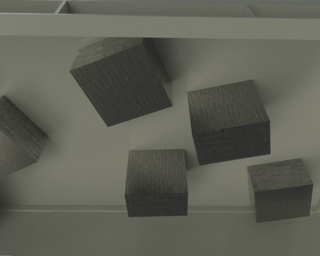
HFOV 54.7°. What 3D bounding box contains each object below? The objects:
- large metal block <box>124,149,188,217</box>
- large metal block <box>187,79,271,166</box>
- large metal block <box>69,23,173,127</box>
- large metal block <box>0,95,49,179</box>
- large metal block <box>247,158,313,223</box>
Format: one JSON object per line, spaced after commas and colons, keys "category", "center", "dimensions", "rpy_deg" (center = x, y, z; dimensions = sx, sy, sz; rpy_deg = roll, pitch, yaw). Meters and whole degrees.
{"category": "large metal block", "center": [-0.004, 0.076, 0.438], "dimensions": [0.080, 0.080, 0.050], "rpy_deg": [-2, 130, 1]}
{"category": "large metal block", "center": [0.079, -0.008, 0.367], "dimensions": [0.080, 0.080, 0.050], "rpy_deg": [-10, 129, 8]}
{"category": "large metal block", "center": [-0.038, -0.057, 0.344], "dimensions": [0.080, 0.050, 0.080], "rpy_deg": [-17, 128, 14]}
{"category": "large metal block", "center": [-0.211, 0.016, 0.404], "dimensions": [0.080, 0.050, 0.080], "rpy_deg": [-23, 127, 18]}
{"category": "large metal block", "center": [0.182, 0.098, 0.477], "dimensions": [0.080, 0.050, 0.080], "rpy_deg": [-11, 130, 8]}
